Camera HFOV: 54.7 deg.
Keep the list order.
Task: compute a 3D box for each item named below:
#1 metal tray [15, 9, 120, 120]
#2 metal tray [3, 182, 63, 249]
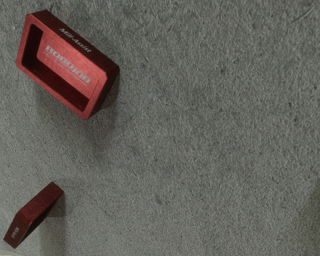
[{"bbox_3d":[-0.128,-0.083,0.419,0.130,0.030,0.089,38,129,2],"label":"metal tray"},{"bbox_3d":[-0.245,0.169,0.598,0.030,0.090,0.129,41,129,0],"label":"metal tray"}]
